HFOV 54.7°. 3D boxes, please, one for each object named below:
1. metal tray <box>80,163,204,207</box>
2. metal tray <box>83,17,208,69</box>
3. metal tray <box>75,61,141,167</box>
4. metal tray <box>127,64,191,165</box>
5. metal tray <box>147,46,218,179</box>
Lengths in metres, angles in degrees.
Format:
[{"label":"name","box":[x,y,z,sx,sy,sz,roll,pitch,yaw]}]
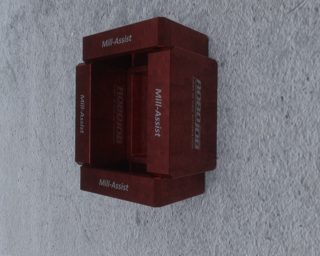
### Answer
[{"label":"metal tray","box":[-0.023,0.063,0.381,0.130,0.091,0.030,1,91,39]},{"label":"metal tray","box":[-0.020,-0.096,0.378,0.130,0.091,0.030,1,91,39]},{"label":"metal tray","box":[-0.067,-0.018,0.416,0.030,0.091,0.129,1,91,40]},{"label":"metal tray","box":[-0.001,-0.017,0.402,0.090,0.030,0.129,1,91,39]},{"label":"metal tray","box":[0.027,-0.015,0.339,0.030,0.091,0.129,1,91,40]}]
